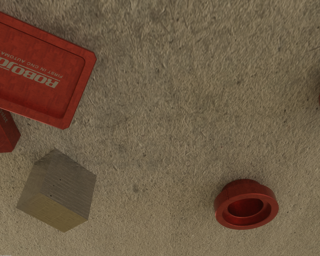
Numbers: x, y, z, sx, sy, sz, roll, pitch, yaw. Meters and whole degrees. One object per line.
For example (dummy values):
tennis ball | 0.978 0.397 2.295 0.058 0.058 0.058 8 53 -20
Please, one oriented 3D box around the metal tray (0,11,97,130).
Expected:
metal tray | -0.143 -0.063 0.323 0.131 0.030 0.090 21 100 -18

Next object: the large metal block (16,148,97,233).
large metal block | -0.144 0.090 0.445 0.050 0.080 0.080 -32 123 24

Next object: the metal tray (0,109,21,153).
metal tray | -0.242 -0.023 0.380 0.091 0.030 0.129 -4 130 2

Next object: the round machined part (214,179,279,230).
round machined part | 0.136 0.119 0.500 0.099 0.042 0.097 -1 130 0
